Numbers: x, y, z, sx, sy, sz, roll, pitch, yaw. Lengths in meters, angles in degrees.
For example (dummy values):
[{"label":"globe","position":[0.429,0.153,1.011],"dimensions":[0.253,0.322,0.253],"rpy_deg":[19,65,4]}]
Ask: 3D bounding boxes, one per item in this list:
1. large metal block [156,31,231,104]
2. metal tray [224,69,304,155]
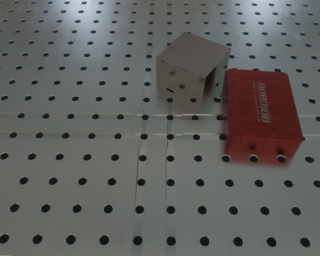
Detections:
[{"label":"large metal block","position":[0.050,-0.094,0.471],"dimensions":[0.080,0.050,0.080],"rpy_deg":[27,55,20]},{"label":"metal tray","position":[0.136,-0.027,0.428],"dimensions":[0.091,0.030,0.130],"rpy_deg":[5,50,4]}]
